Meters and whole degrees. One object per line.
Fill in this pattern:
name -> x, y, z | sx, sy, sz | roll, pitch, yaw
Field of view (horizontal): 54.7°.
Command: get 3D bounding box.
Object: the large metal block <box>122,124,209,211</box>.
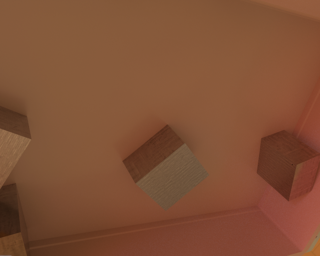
large metal block -> 0.009, 0.056, 0.432 | 0.080, 0.050, 0.080 | -40, 129, -1

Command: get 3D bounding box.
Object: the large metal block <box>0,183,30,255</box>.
large metal block -> -0.181, 0.124, 0.351 | 0.050, 0.080, 0.079 | -11, 123, -23

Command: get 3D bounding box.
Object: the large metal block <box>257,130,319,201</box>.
large metal block -> 0.216, 0.062, 0.529 | 0.050, 0.080, 0.079 | -18, 126, -18

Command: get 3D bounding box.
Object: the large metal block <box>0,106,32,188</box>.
large metal block -> -0.186, 0.017, 0.301 | 0.080, 0.050, 0.080 | 27, 103, -38
